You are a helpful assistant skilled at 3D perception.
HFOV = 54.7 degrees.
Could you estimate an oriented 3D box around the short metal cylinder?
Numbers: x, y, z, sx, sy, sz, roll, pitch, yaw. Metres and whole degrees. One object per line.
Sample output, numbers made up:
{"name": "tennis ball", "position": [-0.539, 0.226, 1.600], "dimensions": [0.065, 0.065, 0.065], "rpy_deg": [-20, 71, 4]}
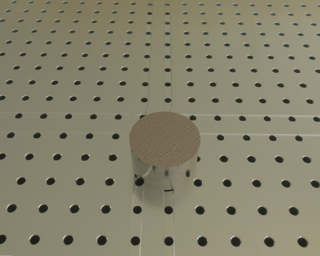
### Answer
{"name": "short metal cylinder", "position": [0.005, 0.026, 0.369], "dimensions": [0.081, 0.050, 0.080], "rpy_deg": [0, 50, 0]}
